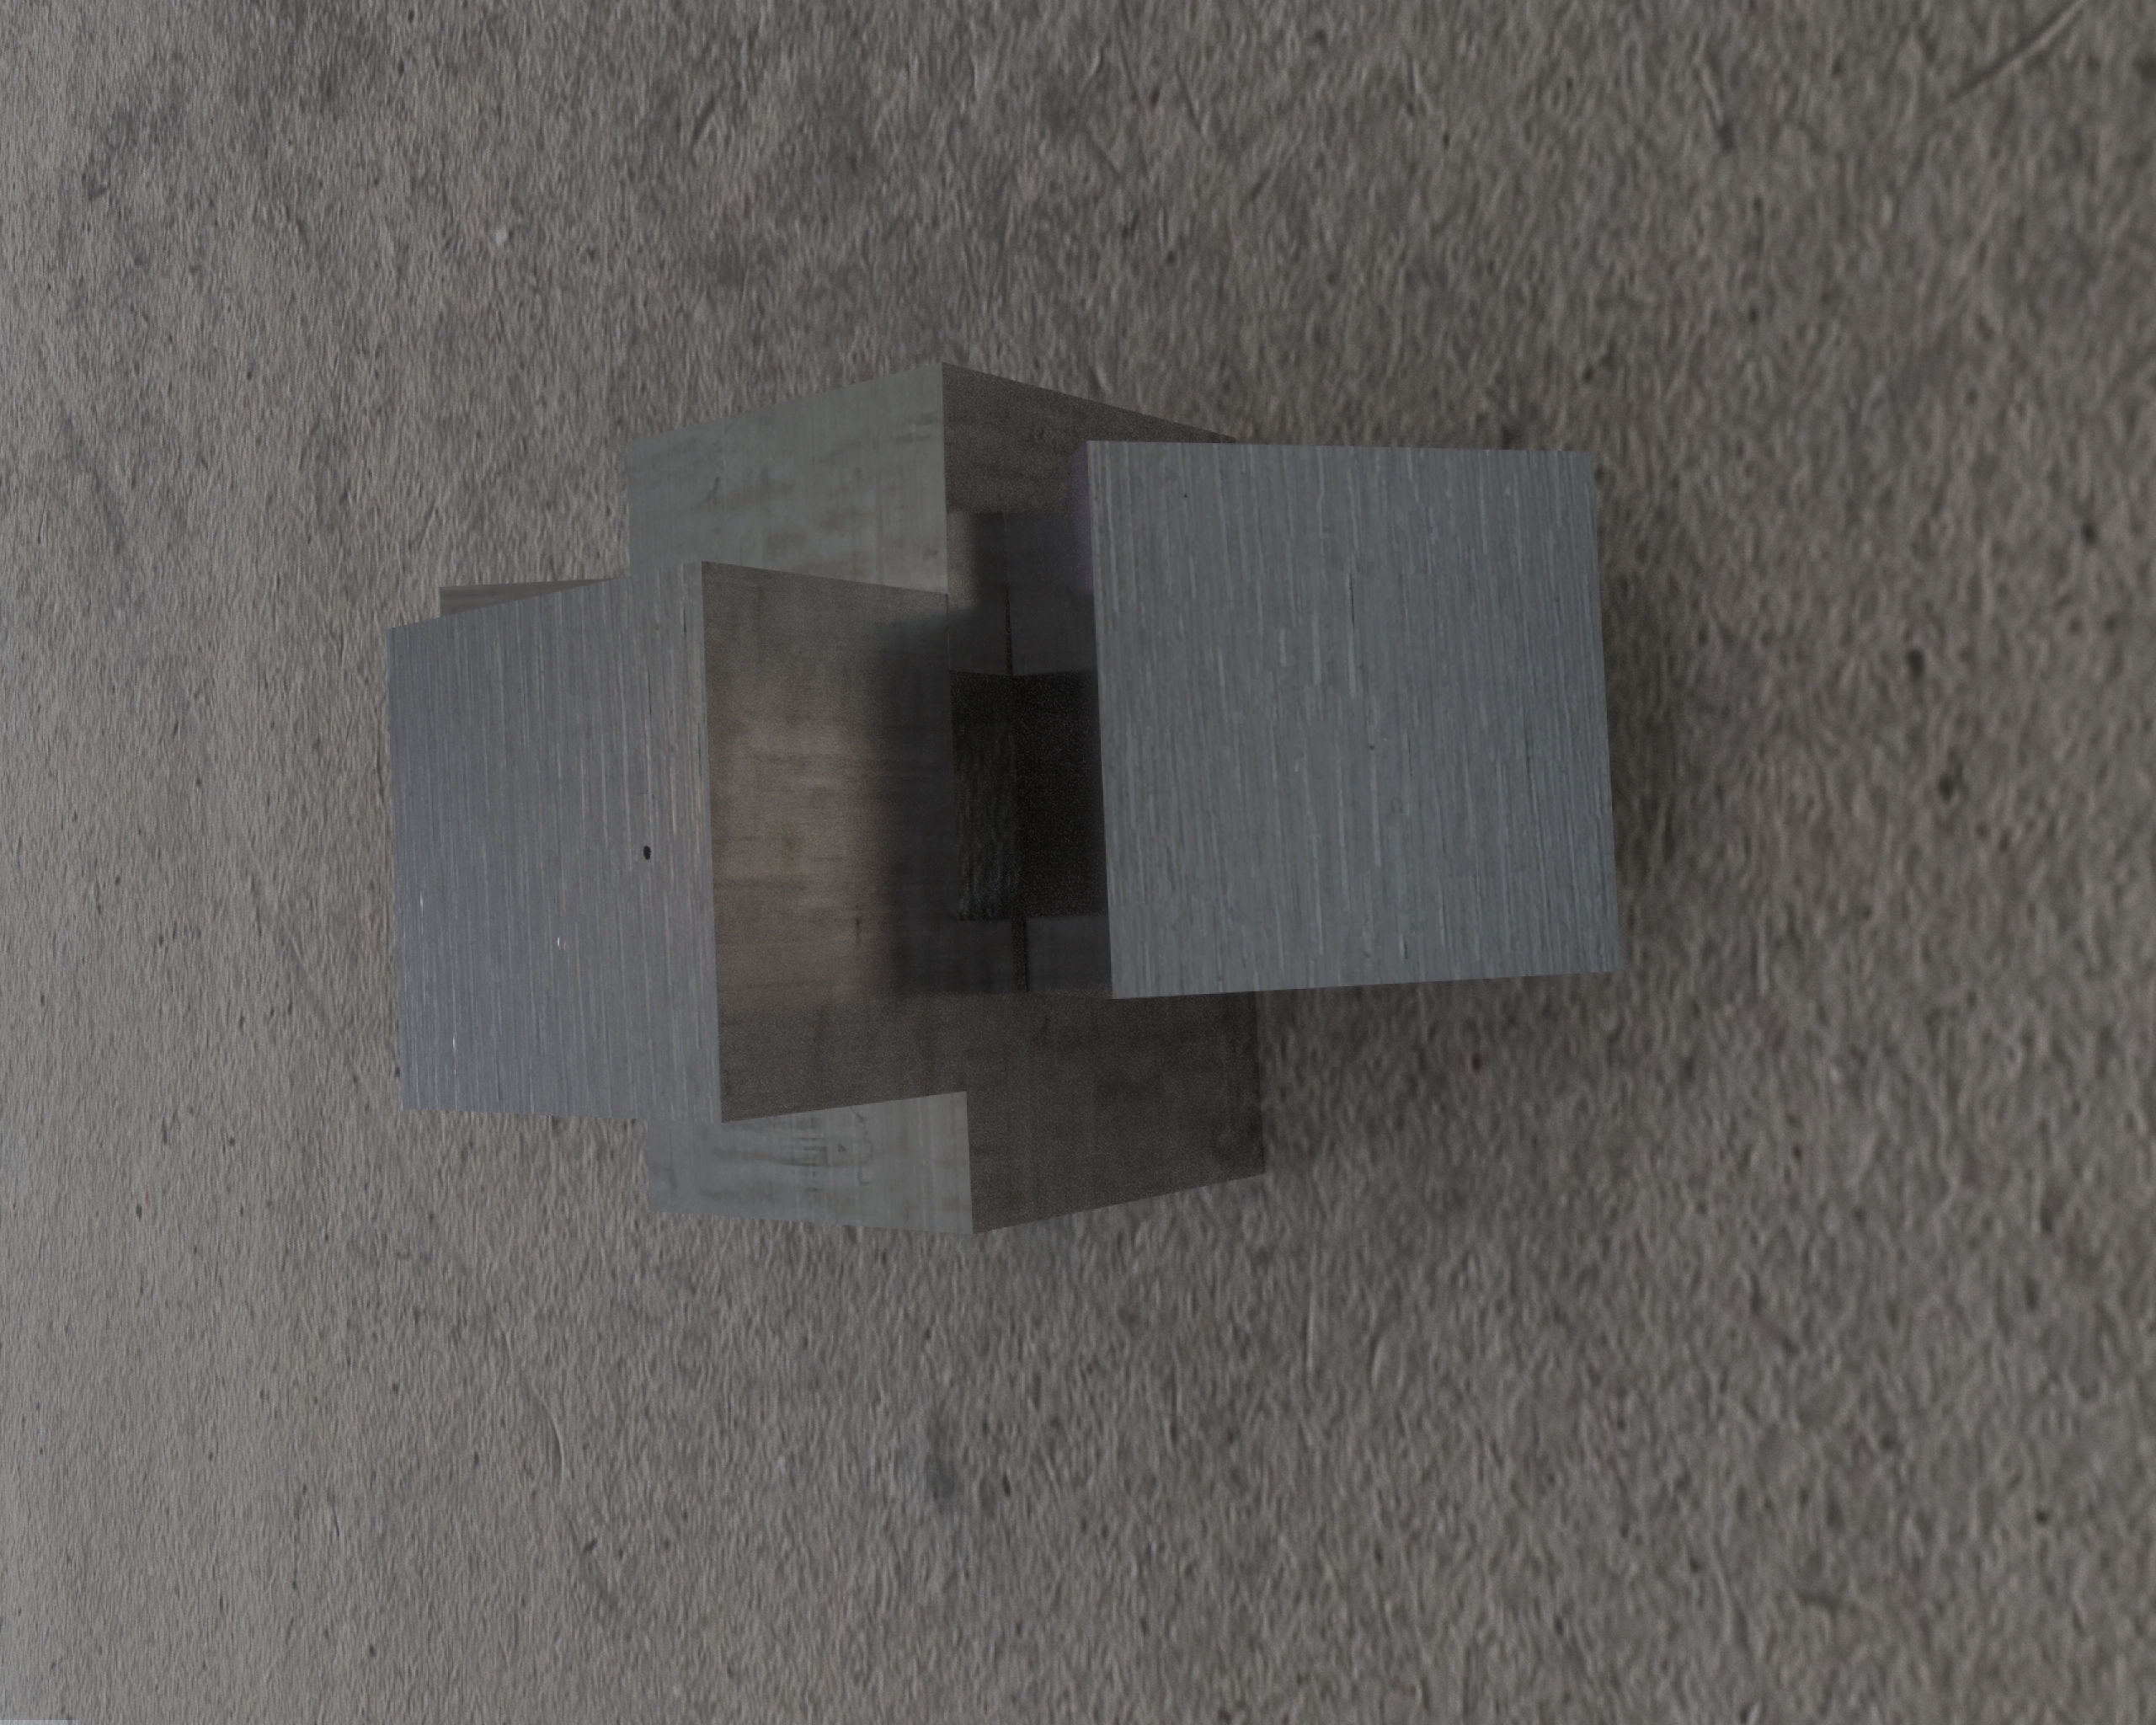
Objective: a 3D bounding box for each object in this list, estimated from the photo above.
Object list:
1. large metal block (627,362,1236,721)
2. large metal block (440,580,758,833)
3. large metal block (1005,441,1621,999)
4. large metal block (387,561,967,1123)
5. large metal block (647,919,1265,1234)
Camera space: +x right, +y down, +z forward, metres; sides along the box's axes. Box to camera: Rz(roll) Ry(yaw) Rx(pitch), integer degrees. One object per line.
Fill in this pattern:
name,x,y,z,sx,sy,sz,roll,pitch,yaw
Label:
large metal block,-0.026,-0.055,0.391,0.080,0.081,0.050,-2,89,40
large metal block,-0.095,-0.013,0.439,0.050,0.080,0.080,-3,88,1
large metal block,0.035,-0.021,0.331,0.050,0.081,0.080,170,97,-74
large metal block,-0.066,-0.001,0.339,0.080,0.050,0.080,-4,88,40
large metal block,-0.023,0.036,0.388,0.080,0.081,0.050,-5,87,40
